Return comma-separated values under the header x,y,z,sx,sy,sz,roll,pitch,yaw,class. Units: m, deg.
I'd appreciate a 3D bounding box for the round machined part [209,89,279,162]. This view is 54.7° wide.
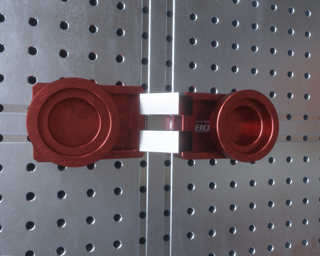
x,y,z,sx,sy,sz,roll,pitch,yaw,class
0.112,-0.003,0.431,0.099,0.042,0.097,0,90,-20,round machined part

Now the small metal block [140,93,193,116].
x,y,z,sx,sy,sz,roll,pitch,yaw,class
0.009,-0.028,0.387,0.050,0.050,0.025,1,90,24,small metal block

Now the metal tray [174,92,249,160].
x,y,z,sx,sy,sz,roll,pitch,yaw,class
0.086,-0.002,0.442,0.131,0.030,0.089,1,90,-20,metal tray

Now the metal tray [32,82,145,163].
x,y,z,sx,sy,sz,roll,pitch,yaw,class
-0.085,-0.007,0.380,0.131,0.030,0.089,-1,92,-20,metal tray

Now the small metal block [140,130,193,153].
x,y,z,sx,sy,sz,roll,pitch,yaw,class
0.009,0.016,0.387,0.050,0.050,0.025,1,90,24,small metal block

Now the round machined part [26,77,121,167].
x,y,z,sx,sy,sz,roll,pitch,yaw,class
-0.098,-0.006,0.354,0.099,0.042,0.097,0,90,-20,round machined part
